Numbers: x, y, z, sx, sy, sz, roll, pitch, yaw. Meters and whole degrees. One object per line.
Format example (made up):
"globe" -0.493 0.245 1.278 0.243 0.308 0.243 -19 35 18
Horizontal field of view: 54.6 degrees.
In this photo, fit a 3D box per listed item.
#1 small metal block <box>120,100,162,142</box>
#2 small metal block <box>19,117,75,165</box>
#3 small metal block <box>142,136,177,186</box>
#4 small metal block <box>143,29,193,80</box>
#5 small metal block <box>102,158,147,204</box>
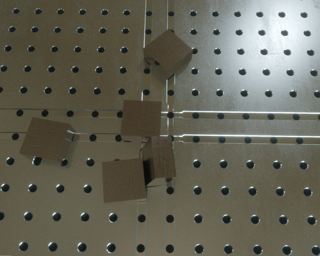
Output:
"small metal block" -0.024 -0.009 0.415 0.050 0.025 0.050 3 70 1
"small metal block" -0.146 0.017 0.405 0.050 0.025 0.050 11 70 4
"small metal block" -0.002 0.042 0.381 0.025 0.050 0.050 0 69 -17
"small metal block" 0.011 -0.108 0.451 0.050 0.025 0.050 -41 75 -14
"small metal block" -0.044 0.067 0.387 0.050 0.025 0.050 -6 70 -2
